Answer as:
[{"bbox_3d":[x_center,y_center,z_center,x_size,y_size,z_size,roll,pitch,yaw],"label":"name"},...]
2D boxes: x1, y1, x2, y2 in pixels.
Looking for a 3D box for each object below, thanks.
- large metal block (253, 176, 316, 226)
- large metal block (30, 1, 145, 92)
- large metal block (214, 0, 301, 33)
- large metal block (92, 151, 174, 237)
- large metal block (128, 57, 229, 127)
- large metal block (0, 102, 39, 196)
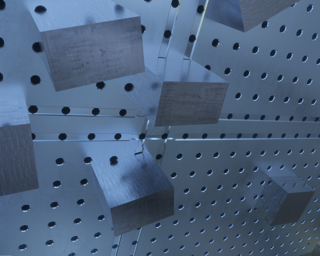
[{"bbox_3d":[0.246,0.143,0.617,0.081,0.050,0.079,3,117,-30],"label":"large metal block"},{"bbox_3d":[-0.068,-0.080,0.288,0.081,0.080,0.050,-16,125,-19],"label":"large metal block"},{"bbox_3d":[0.105,-0.168,0.348,0.080,0.050,0.080,-32,129,-8],"label":"large metal block"},{"bbox_3d":[-0.036,0.083,0.407,0.081,0.080,0.050,-15,125,-20],"label":"large metal block"},{"bbox_3d":[0.018,-0.044,0.357,0.081,0.080,0.050,-3,120,-27],"label":"large metal block"},{"bbox_3d":[-0.173,0.024,0.315,0.081,0.050,0.079,-9,122,-24],"label":"large metal block"}]
